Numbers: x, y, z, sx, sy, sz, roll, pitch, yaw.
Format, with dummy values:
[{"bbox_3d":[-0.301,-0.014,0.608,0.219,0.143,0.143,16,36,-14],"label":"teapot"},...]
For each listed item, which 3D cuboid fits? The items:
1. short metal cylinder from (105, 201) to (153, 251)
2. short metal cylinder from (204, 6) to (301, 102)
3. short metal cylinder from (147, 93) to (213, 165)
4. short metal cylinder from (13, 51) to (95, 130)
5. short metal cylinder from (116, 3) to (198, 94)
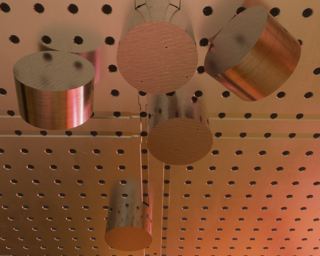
[{"bbox_3d":[-0.053,0.172,0.541,0.081,0.050,0.079,0,130,0],"label":"short metal cylinder"},{"bbox_3d":[0.091,-0.074,0.313,0.050,0.080,0.080,32,123,-24],"label":"short metal cylinder"},{"bbox_3d":[0.024,0.002,0.397,0.081,0.050,0.079,0,130,0],"label":"short metal cylinder"},{"bbox_3d":[-0.113,-0.043,0.338,0.081,0.080,0.050,7,130,-7],"label":"short metal cylinder"},{"bbox_3d":[-0.003,-0.083,0.325,0.081,0.050,0.079,0,130,0],"label":"short metal cylinder"}]
